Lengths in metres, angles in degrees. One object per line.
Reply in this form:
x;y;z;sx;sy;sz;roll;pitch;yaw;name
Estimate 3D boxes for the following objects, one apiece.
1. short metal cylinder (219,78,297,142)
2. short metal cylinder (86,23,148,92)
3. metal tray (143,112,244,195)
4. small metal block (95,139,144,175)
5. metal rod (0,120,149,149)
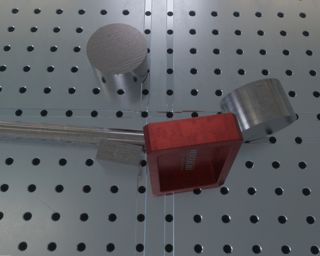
0.122;-0.020;0.391;0.081;0.080;0.050;-15;71;-5;short metal cylinder
-0.057;-0.098;0.434;0.081;0.050;0.080;0;70;0;short metal cylinder
0.032;0.035;0.342;0.091;0.129;0.030;-8;60;-3;metal tray
-0.048;0.037;0.385;0.050;0.050;0.025;10;71;3;small metal block
-0.140;0.007;0.408;0.302;0.025;0.025;4;70;1;metal rod
